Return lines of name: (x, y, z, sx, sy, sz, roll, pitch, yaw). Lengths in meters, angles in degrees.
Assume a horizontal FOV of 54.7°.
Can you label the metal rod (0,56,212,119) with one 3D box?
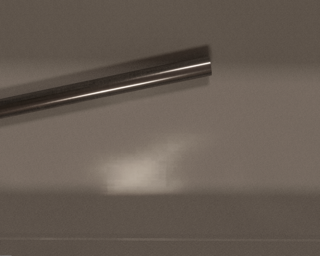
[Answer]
metal rod: (-0.086, -0.048, 0.392, 0.302, 0.025, 0.025, -11, 110, 3)
